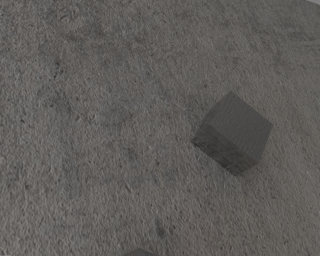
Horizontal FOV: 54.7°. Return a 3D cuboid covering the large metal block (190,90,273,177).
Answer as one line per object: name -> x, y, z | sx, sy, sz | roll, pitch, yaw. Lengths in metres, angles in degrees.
large metal block -> 0.103, 0.007, 0.439 | 0.080, 0.050, 0.080 | 38, 51, -2

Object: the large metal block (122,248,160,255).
large metal block -> -0.004, 0.151, 0.274 | 0.080, 0.080, 0.050 | 25, 53, -13
